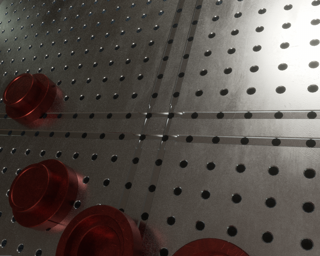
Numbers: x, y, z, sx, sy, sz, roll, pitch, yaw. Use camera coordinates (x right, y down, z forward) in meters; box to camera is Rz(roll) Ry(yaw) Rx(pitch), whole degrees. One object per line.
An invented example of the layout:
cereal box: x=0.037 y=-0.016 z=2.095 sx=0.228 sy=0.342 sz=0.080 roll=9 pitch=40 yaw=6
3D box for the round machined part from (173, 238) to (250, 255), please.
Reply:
round machined part: x=0.050 y=0.153 z=0.276 sx=0.098 sy=0.042 sz=0.098 roll=-13 pitch=56 yaw=20

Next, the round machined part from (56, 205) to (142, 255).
round machined part: x=-0.063 y=0.139 z=0.344 sx=0.098 sy=0.042 sz=0.098 roll=-13 pitch=56 yaw=20

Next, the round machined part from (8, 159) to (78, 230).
round machined part: x=-0.167 y=0.088 z=0.429 sx=0.098 sy=0.042 sz=0.098 roll=-13 pitch=56 yaw=20

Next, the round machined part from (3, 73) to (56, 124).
round machined part: x=-0.241 y=-0.060 z=0.557 sx=0.098 sy=0.042 sz=0.098 roll=-13 pitch=56 yaw=20
